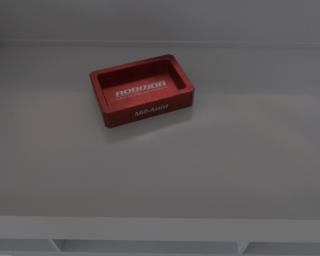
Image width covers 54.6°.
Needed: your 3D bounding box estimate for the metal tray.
[{"bbox_3d":[-0.027,-0.057,0.449,0.131,0.030,0.090,-16,52,-13],"label":"metal tray"}]
